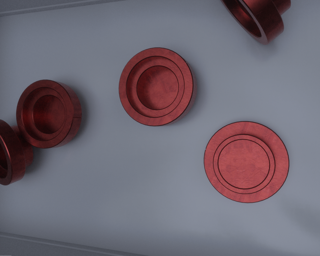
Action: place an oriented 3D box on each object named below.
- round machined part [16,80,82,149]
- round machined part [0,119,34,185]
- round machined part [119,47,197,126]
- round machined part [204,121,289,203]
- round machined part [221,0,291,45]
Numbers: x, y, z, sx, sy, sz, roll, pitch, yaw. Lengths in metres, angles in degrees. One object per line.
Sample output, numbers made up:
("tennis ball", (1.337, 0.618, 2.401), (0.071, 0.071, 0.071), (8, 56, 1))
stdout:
("round machined part", (-0.157, -0.020, 0.455), (0.098, 0.042, 0.097), (0, 90, 19))
("round machined part", (-0.229, 0.033, 0.468), (0.098, 0.042, 0.097), (15, 114, 35))
("round machined part", (0.000, -0.051, 0.401), (0.098, 0.042, 0.097), (0, 90, 19))
("round machined part", (0.100, 0.040, 0.366), (0.098, 0.042, 0.097), (0, 90, 19))
("round machined part", (0.102, -0.141, 0.336), (0.042, 0.098, 0.098), (-41, 78, 13))
